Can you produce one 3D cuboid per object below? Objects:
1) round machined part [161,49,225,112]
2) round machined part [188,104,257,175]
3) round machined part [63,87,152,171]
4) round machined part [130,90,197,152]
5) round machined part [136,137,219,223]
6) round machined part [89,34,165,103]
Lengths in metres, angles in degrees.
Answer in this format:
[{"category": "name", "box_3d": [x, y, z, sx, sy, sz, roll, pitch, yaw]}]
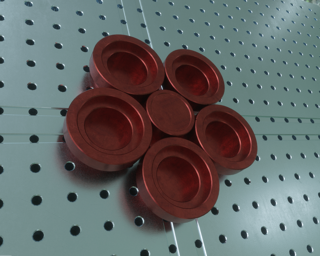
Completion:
[{"category": "round machined part", "box_3d": [0.043, -0.065, 0.459, 0.099, 0.042, 0.098, 13, 56, -21]}, {"category": "round machined part", "box_3d": [0.081, 0.019, 0.428, 0.099, 0.042, 0.098, 13, 56, -21]}, {"category": "round machined part", "box_3d": [-0.062, 0.005, 0.360, 0.099, 0.042, 0.098, 13, 56, -21]}, {"category": "round machined part", "box_3d": [0.006, -0.011, 0.406, 0.099, 0.042, 0.098, 13, 56, -21]}, {"category": "round machined part", "box_3d": [0.017, 0.063, 0.367, 0.099, 0.042, 0.098, 13, 56, -21]}, {"category": "round machined part", "box_3d": [-0.047, -0.074, 0.417, 0.099, 0.042, 0.098, 13, 56, -21]}]
